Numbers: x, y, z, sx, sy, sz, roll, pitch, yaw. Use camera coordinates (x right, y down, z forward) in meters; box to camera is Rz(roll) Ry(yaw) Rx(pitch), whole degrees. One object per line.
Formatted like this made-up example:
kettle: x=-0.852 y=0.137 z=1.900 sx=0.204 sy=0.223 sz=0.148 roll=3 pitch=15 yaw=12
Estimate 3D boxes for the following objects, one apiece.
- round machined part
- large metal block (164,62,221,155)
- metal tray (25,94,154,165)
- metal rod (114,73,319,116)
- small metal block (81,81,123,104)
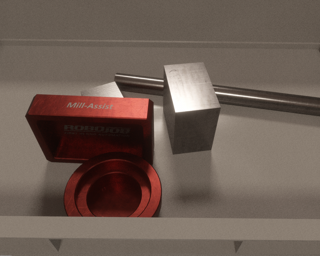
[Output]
round machined part: x=-0.047 y=0.077 z=0.329 sx=0.099 sy=0.042 sz=0.098 roll=0 pitch=50 yaw=0
large metal block: x=0.035 y=-0.024 z=0.390 sx=0.050 sy=0.080 sz=0.080 roll=-6 pitch=51 yaw=-6
metal tray: x=-0.073 y=0.005 z=0.357 sx=0.131 sy=0.089 sz=0.030 roll=2 pitch=50 yaw=1
metal rod: x=0.083 y=-0.049 z=0.447 sx=0.302 sy=0.025 sz=0.025 roll=8 pitch=51 yaw=6
small metal block: x=-0.077 y=-0.034 z=0.432 sx=0.050 sy=0.025 sz=0.050 roll=-19 pitch=53 yaw=-16
